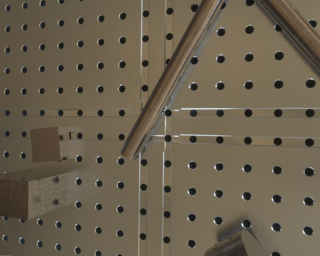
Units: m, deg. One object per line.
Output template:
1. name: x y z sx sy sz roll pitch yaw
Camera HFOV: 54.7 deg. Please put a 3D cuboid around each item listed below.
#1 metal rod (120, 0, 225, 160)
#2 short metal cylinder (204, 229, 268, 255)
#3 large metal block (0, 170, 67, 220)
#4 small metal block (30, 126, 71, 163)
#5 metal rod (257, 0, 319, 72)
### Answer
1. metal rod: 0.028 -0.090 0.402 0.025 0.025 0.299 32 100 17
2. short metal cylinder: 0.094 0.164 0.350 0.050 0.080 0.080 -37 79 16
3. large metal block: -0.194 0.093 0.450 0.080 0.080 0.050 1 91 19
4. small metal block: -0.165 0.025 0.469 0.050 0.025 0.050 -6 88 19
5. metal rod: 0.192 -0.067 0.345 0.025 0.025 0.299 -38 78 16
